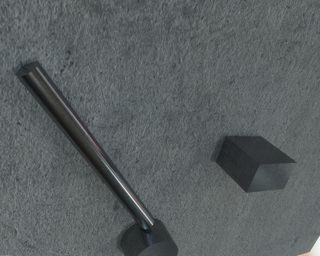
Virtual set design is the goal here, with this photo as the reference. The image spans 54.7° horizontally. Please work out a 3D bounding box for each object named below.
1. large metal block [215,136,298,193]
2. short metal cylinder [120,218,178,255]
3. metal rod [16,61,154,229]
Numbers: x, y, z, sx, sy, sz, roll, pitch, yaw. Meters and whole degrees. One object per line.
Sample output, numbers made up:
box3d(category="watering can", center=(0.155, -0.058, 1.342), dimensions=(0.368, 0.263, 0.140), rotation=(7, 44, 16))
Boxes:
box3d(category="large metal block", center=(0.150, 0.054, 0.490), dimensions=(0.081, 0.080, 0.050), rotation=(2, 118, -30))
box3d(category="short metal cylinder", center=(-0.018, 0.195, 0.504), dimensions=(0.081, 0.050, 0.079), rotation=(-14, 125, -21))
box3d(category="metal rod", center=(-0.075, 0.045, 0.395), dimensions=(0.025, 0.025, 0.299), rotation=(-33, 129, -7))
